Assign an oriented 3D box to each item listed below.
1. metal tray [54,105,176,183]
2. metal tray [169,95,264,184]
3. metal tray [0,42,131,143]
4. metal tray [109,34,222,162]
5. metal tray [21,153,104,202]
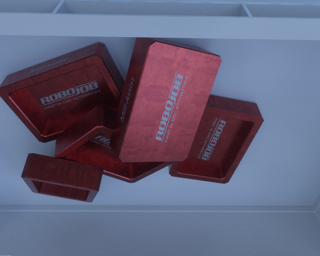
[{"bbox_3d":[-0.054,0.027,0.398,0.090,0.030,0.131,-31,139,31],"label":"metal tray"},{"bbox_3d":[0.070,0.019,0.421,0.091,0.030,0.129,10,130,-9],"label":"metal tray"},{"bbox_3d":[-0.108,-0.037,0.370,0.130,0.030,0.090,-16,129,12],"label":"metal tray"},{"bbox_3d":[0.005,-0.026,0.336,0.091,0.030,0.129,3,114,-33],"label":"metal tray"},{"bbox_3d":[-0.131,0.073,0.426,0.091,0.030,0.129,13,157,-12],"label":"metal tray"}]
